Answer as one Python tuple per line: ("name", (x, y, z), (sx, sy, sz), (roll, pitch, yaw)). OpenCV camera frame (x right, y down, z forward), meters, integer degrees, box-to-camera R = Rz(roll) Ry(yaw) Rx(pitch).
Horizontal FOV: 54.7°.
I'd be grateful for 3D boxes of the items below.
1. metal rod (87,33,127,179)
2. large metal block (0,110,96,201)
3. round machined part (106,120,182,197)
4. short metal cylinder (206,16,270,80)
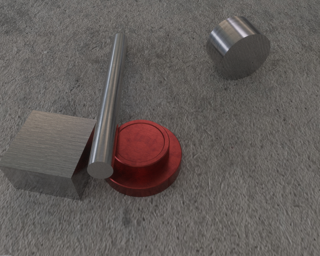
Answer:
("metal rod", (-0.063, -0.055, 0.415), (0.025, 0.025, 0.300), (-1, 40, -1))
("large metal block", (-0.121, 0.030, 0.361), (0.080, 0.050, 0.080), (9, 51, 7))
("round machined part", (-0.023, 0.028, 0.368), (0.099, 0.042, 0.098), (0, 50, 0))
("short metal cylinder", (0.117, -0.120, 0.470), (0.081, 0.080, 0.050), (-16, 52, -13))
